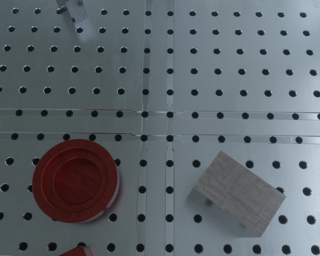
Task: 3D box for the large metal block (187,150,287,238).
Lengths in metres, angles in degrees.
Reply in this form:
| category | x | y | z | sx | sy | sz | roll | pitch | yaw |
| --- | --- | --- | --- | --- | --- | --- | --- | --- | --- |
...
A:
| category | x | y | z | sx | sy | sz | roll | pitch | yaw |
| --- | --- | --- | --- | --- | --- | --- | --- | --- | --- |
| large metal block | 0.082 | 0.079 | 0.354 | 0.080 | 0.080 | 0.050 | 36 | 74 | 12 |

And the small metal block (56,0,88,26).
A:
| category | x | y | z | sx | sy | sz | roll | pitch | yaw |
| --- | --- | --- | --- | --- | --- | --- | --- | --- | --- |
| small metal block | -0.138 | -0.193 | 0.468 | 0.025 | 0.050 | 0.050 | -36 | 74 | -12 |

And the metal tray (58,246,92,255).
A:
| category | x | y | z | sx | sy | sz | roll | pitch | yaw |
| --- | --- | --- | --- | --- | --- | --- | --- | --- | --- |
| metal tray | -0.126 | 0.199 | 0.335 | 0.131 | 0.030 | 0.090 | -24 | 72 | -9 |

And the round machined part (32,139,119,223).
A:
| category | x | y | z | sx | sy | sz | roll | pitch | yaw |
| --- | --- | --- | --- | --- | --- | --- | --- | --- | --- |
| round machined part | -0.099 | 0.066 | 0.378 | 0.099 | 0.042 | 0.098 | 0 | 70 | 0 |
